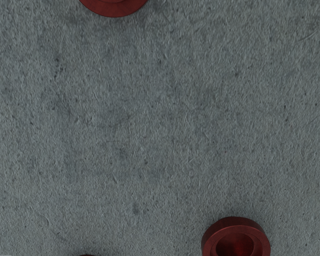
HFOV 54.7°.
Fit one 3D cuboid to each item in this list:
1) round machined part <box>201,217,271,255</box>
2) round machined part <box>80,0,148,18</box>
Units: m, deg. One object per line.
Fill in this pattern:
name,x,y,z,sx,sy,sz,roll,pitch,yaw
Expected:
round machined part,0.110,0.174,0.466,0.099,0.042,0.097,0,110,0
round machined part,-0.052,-0.172,0.337,0.099,0.042,0.097,0,110,0
